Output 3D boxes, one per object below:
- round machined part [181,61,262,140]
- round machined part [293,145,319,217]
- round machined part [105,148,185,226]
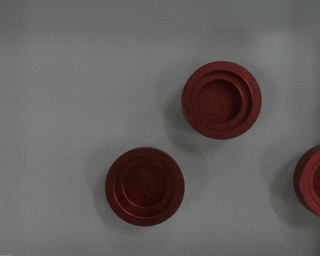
[{"bbox_3d":[0.077,-0.034,0.403,0.099,0.042,0.097,0,90,0],"label":"round machined part"},{"bbox_3d":[0.223,0.068,0.404,0.099,0.042,0.097,0,90,0],"label":"round machined part"},{"bbox_3d":[-0.019,0.073,0.403,0.099,0.042,0.097,0,90,0],"label":"round machined part"}]
